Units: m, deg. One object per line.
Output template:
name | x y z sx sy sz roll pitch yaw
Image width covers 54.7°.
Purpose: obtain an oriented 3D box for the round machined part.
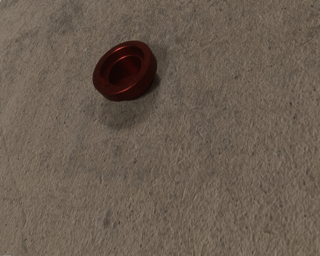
round machined part | -0.048 -0.080 0.466 0.098 0.042 0.098 -13 56 20
